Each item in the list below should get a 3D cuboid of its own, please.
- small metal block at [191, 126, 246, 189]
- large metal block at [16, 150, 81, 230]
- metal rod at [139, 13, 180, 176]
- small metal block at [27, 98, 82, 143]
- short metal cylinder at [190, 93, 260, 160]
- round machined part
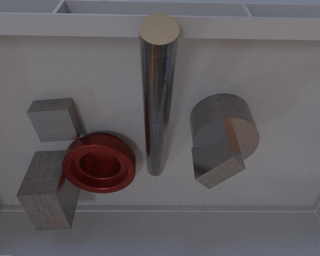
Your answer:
[{"bbox_3d":[0.066,0.034,0.357,0.050,0.050,0.025,-36,121,26],"label":"small metal block"},{"bbox_3d":[-0.154,0.089,0.446,0.050,0.080,0.079,-3,130,2],"label":"large metal block"},{"bbox_3d":[-0.004,0.000,0.326,0.025,0.025,0.299,1,156,-1],"label":"metal rod"},{"bbox_3d":[-0.134,-0.010,0.399,0.050,0.025,0.050,-5,130,3],"label":"small metal block"},{"bbox_3d":[0.080,0.003,0.396,0.081,0.050,0.079,0,130,0],"label":"short metal cylinder"},{"bbox_3d":[-0.083,0.045,0.435,0.099,0.042,0.097,-1,130,0],"label":"round machined part"}]
